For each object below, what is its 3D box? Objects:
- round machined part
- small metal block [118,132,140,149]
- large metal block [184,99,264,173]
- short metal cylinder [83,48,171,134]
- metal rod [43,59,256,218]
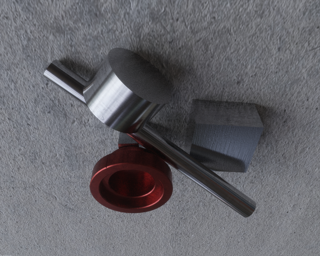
[{"bbox_3d":[-0.034,0.060,0.384,0.099,0.042,0.097,-1,132,0],"label":"round machined part"},{"bbox_3d":[-0.038,0.022,0.411,0.025,0.050,0.050,-2,130,1],"label":"small metal block"},{"bbox_3d":[0.078,0.011,0.403,0.081,0.050,0.079,3,130,-4],"label":"large metal block"},{"bbox_3d":[-0.035,-0.041,0.337,0.080,0.080,0.050,30,124,-24],"label":"short metal cylinder"},{"bbox_3d":[-0.004,0.019,0.376,0.301,0.025,0.025,36,122,-10],"label":"metal rod"}]
